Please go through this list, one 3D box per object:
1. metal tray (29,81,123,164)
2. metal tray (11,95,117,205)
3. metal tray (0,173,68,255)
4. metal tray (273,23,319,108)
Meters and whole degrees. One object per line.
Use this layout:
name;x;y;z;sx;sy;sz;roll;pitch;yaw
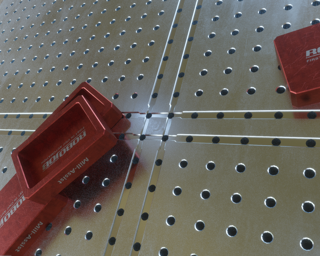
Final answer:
metal tray;-0.131;-0.001;0.471;0.130;0.030;0.090;-48;52;-6
metal tray;-0.131;0.027;0.415;0.130;0.030;0.090;-40;51;0
metal tray;-0.201;0.123;0.433;0.090;0.030;0.130;33;80;38
metal tray;0.206;-0.082;0.348;0.130;0.030;0.090;-15;56;19
